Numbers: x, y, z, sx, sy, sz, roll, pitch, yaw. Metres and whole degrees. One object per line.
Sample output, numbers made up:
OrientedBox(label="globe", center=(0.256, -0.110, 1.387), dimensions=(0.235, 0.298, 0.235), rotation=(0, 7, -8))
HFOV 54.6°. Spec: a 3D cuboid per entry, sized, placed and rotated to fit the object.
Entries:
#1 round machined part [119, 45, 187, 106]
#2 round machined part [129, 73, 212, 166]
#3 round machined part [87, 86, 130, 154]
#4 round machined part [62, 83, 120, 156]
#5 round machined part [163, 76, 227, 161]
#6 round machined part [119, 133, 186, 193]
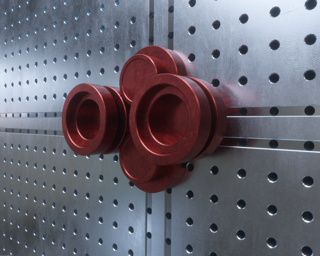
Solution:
OrientedBox(label="round machined part", center=(-0.016, -0.061, 0.412), dimensions=(0.098, 0.042, 0.097), rotation=(0, 90, 40))
OrientedBox(label="round machined part", center=(0.015, -0.009, 0.344), dimensions=(0.098, 0.042, 0.097), rotation=(0, 90, 40))
OrientedBox(label="round machined part", center=(-0.068, -0.011, 0.455), dimensions=(0.098, 0.042, 0.097), rotation=(0, 90, 40))
OrientedBox(label="round machined part", center=(-0.091, -0.012, 0.432), dimensions=(0.098, 0.042, 0.097), rotation=(0, 90, 40))
OrientedBox(label="round machined part", center=(0.036, -0.010, 0.369), dimensions=(0.098, 0.042, 0.097), rotation=(0, 90, 40))
OrientedBox(label="round machined part", center=(-0.016, 0.038, 0.412), dimensions=(0.098, 0.042, 0.097), rotation=(0, 90, 40))
